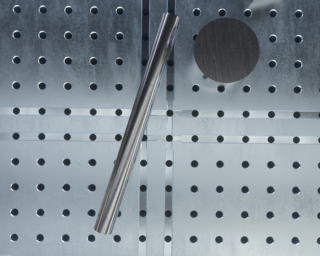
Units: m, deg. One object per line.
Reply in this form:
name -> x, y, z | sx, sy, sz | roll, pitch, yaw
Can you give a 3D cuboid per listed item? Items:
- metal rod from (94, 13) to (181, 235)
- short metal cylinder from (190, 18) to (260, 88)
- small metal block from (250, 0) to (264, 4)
metal rod -> -0.030, -0.006, 0.412 | 0.025, 0.025, 0.298 | 18, 90, 0
short metal cylinder -> 0.081, -0.095, 0.401 | 0.081, 0.050, 0.080 | 0, 90, 0
small metal block -> 0.143, -0.202, 0.414 | 0.050, 0.025, 0.050 | -15, 90, 0
